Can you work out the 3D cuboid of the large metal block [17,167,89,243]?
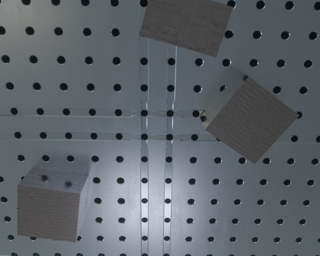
[{"bbox_3d":[-0.150,0.108,0.439,0.080,0.050,0.079,9,110,-3],"label":"large metal block"}]

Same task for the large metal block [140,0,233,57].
[{"bbox_3d":[0.025,-0.118,0.341,0.080,0.080,0.050,15,110,-5],"label":"large metal block"}]

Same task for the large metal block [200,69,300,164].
[{"bbox_3d":[0.110,-0.015,0.395,0.080,0.050,0.080,34,107,-12],"label":"large metal block"}]
